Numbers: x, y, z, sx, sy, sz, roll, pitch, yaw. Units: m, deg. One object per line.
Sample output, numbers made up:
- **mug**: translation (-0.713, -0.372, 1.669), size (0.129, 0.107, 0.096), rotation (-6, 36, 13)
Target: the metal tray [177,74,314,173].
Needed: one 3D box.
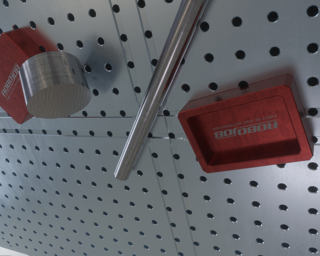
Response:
- **metal tray**: translation (0.096, 0.001, 0.357), size (0.130, 0.030, 0.090), rotation (-14, 112, 33)

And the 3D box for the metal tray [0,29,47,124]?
- **metal tray**: translation (-0.216, -0.075, 0.475), size (0.090, 0.030, 0.129), rotation (46, 129, -5)

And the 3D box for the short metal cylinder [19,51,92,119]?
- **short metal cylinder**: translation (-0.136, -0.054, 0.405), size (0.080, 0.081, 0.050), rotation (-41, 62, 39)

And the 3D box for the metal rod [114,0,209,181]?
- **metal rod**: translation (-0.010, -0.033, 0.395), size (0.025, 0.025, 0.298), rotation (31, 129, 8)
